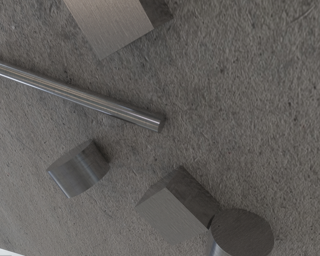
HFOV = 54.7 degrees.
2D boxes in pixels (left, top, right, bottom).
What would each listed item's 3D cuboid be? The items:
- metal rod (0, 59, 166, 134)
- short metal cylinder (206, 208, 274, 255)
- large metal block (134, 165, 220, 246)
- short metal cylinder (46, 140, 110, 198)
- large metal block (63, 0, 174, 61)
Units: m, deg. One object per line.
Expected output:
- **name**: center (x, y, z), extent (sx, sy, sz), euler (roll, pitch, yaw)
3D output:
- **metal rod**: center (-0.134, -0.053, 0.444), extent (0.301, 0.025, 0.025), euler (20, 126, 16)
- **short metal cylinder**: center (0.104, 0.155, 0.412), extent (0.080, 0.080, 0.050), euler (16, 125, 19)
- **large metal block**: center (0.024, 0.113, 0.447), extent (0.080, 0.050, 0.080), euler (46, 130, -3)
- **short metal cylinder**: center (-0.124, 0.062, 0.475), extent (0.080, 0.080, 0.050), euler (-22, 107, 36)
- **large metal block**: center (-0.046, -0.131, 0.334), extent (0.080, 0.050, 0.080), euler (-19, 108, 35)
